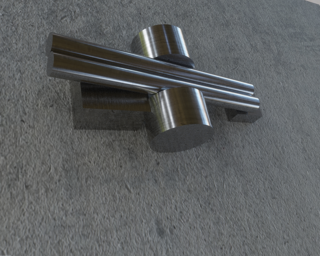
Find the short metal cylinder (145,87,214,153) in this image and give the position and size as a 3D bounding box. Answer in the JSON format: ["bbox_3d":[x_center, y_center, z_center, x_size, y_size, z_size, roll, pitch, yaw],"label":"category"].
[{"bbox_3d":[0.022,-0.008,0.386,0.081,0.080,0.050,1,61,-28],"label":"short metal cylinder"}]

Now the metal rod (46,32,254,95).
[{"bbox_3d":[0.012,-0.071,0.398,0.302,0.025,0.025,6,59,-34],"label":"metal rod"}]

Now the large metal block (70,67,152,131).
[{"bbox_3d":[-0.064,-0.043,0.382,0.081,0.050,0.080,2,61,-27],"label":"large metal block"}]

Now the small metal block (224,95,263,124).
[{"bbox_3d":[0.130,-0.036,0.497,0.050,0.025,0.050,3,61,-27],"label":"small metal block"}]

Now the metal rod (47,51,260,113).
[{"bbox_3d":[0.017,-0.049,0.387,0.302,0.025,0.025,6,59,-34],"label":"metal rod"}]

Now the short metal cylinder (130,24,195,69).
[{"bbox_3d":[0.003,-0.096,0.430,0.081,0.080,0.050,1,61,-28],"label":"short metal cylinder"}]
